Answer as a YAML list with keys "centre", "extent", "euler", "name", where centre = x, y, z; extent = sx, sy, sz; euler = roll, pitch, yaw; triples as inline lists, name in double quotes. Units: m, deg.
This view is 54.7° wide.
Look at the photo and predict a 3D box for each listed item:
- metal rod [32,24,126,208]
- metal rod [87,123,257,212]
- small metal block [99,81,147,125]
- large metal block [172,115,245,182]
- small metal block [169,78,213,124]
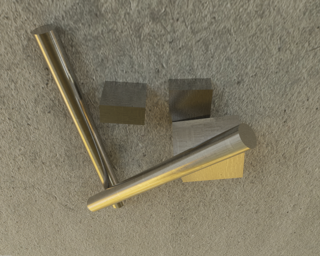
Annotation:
- centre: [-0.094, 0.010, 0.414]
  extent: [0.025, 0.025, 0.298]
  euler: [-8, 130, 6]
  name: "metal rod"
- centre: [-0.012, 0.063, 0.382]
  extent: [0.025, 0.025, 0.299]
  euler: [32, 140, -25]
  name: "metal rod"
- centre: [-0.042, -0.030, 0.364]
  extent: [0.050, 0.050, 0.025]
  euler: [3, 130, -4]
  name: "small metal block"
- centre: [0.063, 0.029, 0.399]
  extent: [0.080, 0.050, 0.080]
  euler: [-7, 149, 9]
  name: "large metal block"
- centre: [0.036, -0.033, 0.380]
  extent: [0.050, 0.025, 0.050]
  euler: [-1, 130, 0]
  name: "small metal block"
